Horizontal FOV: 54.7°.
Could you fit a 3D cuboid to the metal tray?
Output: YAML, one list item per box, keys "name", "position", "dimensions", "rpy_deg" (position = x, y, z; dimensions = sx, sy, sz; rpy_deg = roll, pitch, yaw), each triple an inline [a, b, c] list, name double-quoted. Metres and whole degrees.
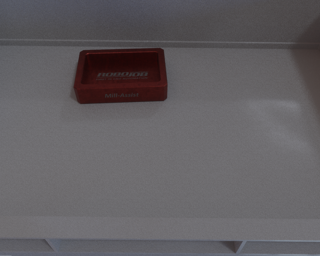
- name: "metal tray"
  position: [-0.057, -0.081, 0.468]
  dimensions: [0.131, 0.030, 0.090]
  rpy_deg: [-2, 50, -3]
